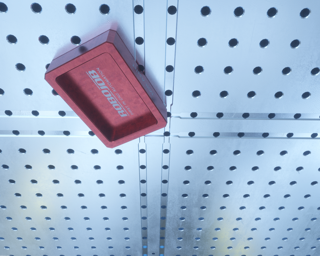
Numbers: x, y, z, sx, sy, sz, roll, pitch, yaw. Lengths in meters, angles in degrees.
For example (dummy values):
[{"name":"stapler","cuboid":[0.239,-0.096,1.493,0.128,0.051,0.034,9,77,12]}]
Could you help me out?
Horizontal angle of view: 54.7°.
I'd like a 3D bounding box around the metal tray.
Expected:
[{"name":"metal tray","cuboid":[-0.059,-0.039,0.373,0.090,0.030,0.130,-23,127,17]}]
